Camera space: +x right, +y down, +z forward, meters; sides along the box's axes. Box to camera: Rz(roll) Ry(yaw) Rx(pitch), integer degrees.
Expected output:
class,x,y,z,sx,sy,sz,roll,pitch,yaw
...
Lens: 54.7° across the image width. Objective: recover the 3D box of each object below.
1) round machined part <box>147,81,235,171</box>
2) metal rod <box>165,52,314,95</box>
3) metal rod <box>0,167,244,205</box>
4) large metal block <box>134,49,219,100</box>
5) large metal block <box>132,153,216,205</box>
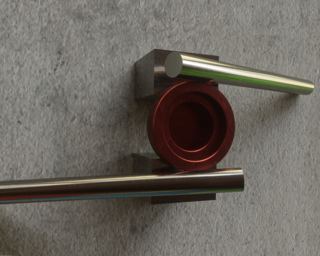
class,x,y,z,sx,sy,sz,roll,pitch,yaw
round machined part,0.032,-0.002,0.351,0.099,0.042,0.097,0,90,-21
metal rod,0.125,-0.063,0.401,0.302,0.025,0.025,-1,91,-42
metal rod,-0.066,0.063,0.328,0.302,0.025,0.025,-4,92,2
large metal block,0.017,-0.061,0.388,0.081,0.080,0.050,1,90,-20
large metal block,0.015,0.059,0.387,0.081,0.080,0.050,1,90,-20
